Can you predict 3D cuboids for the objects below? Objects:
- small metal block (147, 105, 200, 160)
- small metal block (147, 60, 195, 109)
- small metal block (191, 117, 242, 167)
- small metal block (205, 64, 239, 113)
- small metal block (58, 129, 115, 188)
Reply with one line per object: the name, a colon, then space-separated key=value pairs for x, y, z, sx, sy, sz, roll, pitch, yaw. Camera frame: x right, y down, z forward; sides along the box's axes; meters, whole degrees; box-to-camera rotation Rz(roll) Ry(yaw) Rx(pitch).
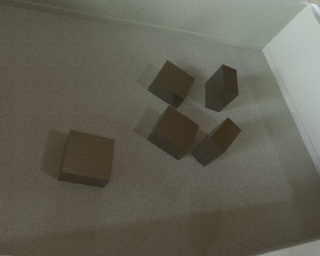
small metal block: x=0.018 y=0.006 z=0.412 sx=0.050 sy=0.025 sz=0.050 roll=34 pitch=51 yaw=-6
small metal block: x=0.017 y=-0.064 z=0.454 sx=0.050 sy=0.025 sz=0.050 roll=33 pitch=51 yaw=-7
small metal block: x=0.076 y=0.019 z=0.418 sx=0.025 sy=0.050 sz=0.050 roll=45 pitch=51 yaw=2
small metal block: x=0.094 y=-0.060 z=0.476 sx=0.025 sy=0.050 sz=0.050 roll=18 pitch=55 yaw=-18
small metal block: x=-0.080 y=0.034 z=0.341 sx=0.050 sy=0.025 sz=0.050 roll=14 pitch=56 yaw=-20
